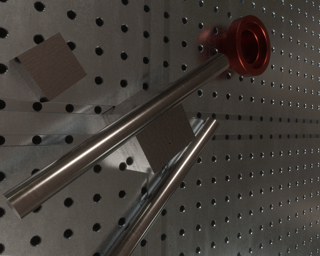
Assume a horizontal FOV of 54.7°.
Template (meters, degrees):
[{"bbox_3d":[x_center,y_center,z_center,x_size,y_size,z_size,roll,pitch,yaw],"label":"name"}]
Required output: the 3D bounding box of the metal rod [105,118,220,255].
[{"bbox_3d":[-0.003,0.095,0.408,0.301,0.025,0.025,-51,120,-28],"label":"metal rod"}]

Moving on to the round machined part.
[{"bbox_3d":[0.140,-0.134,0.518,0.099,0.042,0.097,0,90,-40],"label":"round machined part"}]

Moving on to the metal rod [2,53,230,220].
[{"bbox_3d":[-0.018,-0.013,0.330,0.302,0.025,0.025,-37,113,-34],"label":"metal rod"}]

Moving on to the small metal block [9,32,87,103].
[{"bbox_3d":[-0.112,-0.061,0.316,0.050,0.025,0.050,-45,117,-31],"label":"small metal block"}]

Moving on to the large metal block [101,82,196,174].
[{"bbox_3d":[-0.012,-0.001,0.385,0.080,0.050,0.080,-38,114,-34],"label":"large metal block"}]
